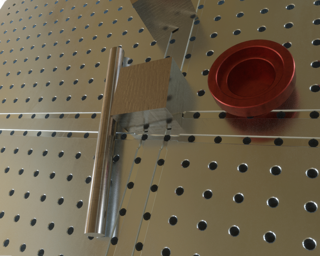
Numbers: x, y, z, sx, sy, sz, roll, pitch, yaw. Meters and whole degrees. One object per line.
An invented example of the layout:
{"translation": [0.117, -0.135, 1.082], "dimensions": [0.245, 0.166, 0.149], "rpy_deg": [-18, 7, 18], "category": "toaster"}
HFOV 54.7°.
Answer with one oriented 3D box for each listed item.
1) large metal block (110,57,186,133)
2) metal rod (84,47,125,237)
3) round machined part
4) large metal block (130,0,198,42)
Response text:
{"translation": [-0.014, -0.044, 0.427], "dimensions": [0.080, 0.050, 0.080], "rpy_deg": [-7, 59, 24], "category": "large metal block"}
{"translation": [-0.075, 0.000, 0.448], "dimensions": [0.025, 0.025, 0.299], "rpy_deg": [-12, 56, 21], "category": "metal rod"}
{"translation": [0.111, -0.055, 0.373], "dimensions": [0.098, 0.042, 0.098], "rpy_deg": [-13, 56, 21], "category": "round machined part"}
{"translation": [0.003, -0.200, 0.494], "dimensions": [0.080, 0.080, 0.050], "rpy_deg": [-28, 52, 10], "category": "large metal block"}
